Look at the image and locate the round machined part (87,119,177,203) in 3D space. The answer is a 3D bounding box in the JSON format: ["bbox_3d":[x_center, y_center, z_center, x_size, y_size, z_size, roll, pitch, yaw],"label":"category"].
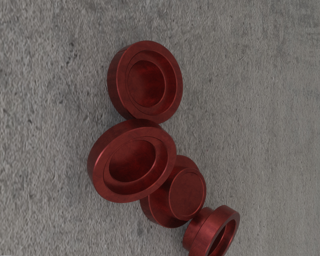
[{"bbox_3d":[-0.034,0.033,0.348,0.099,0.042,0.097,-16,125,-24],"label":"round machined part"}]

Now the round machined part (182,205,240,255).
[{"bbox_3d":[0.069,0.151,0.436,0.099,0.042,0.097,-32,135,-38],"label":"round machined part"}]

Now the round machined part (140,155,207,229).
[{"bbox_3d":[0.024,0.085,0.414,0.099,0.042,0.097,0,90,-40],"label":"round machined part"}]

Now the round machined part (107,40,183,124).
[{"bbox_3d":[-0.022,-0.053,0.375,0.099,0.042,0.097,0,90,-40],"label":"round machined part"}]
